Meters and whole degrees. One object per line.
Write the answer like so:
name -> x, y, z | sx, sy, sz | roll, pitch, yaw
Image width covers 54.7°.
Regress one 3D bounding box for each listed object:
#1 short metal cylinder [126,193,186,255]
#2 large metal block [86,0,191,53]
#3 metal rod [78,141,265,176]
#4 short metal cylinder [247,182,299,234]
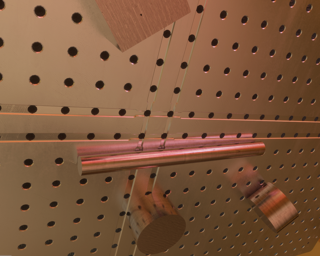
short metal cylinder -> -0.007, 0.148, 0.483 | 0.081, 0.050, 0.079 | -14, 124, -21
large metal block -> -0.028, -0.133, 0.297 | 0.080, 0.050, 0.080 | -33, 129, -7
metal rod -> 0.035, 0.041, 0.454 | 0.303, 0.025, 0.025 | -3, 120, -27
short metal cylinder -> 0.211, 0.149, 0.583 | 0.050, 0.080, 0.080 | -37, 129, -3
